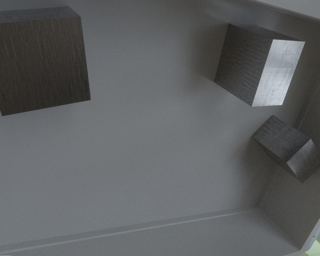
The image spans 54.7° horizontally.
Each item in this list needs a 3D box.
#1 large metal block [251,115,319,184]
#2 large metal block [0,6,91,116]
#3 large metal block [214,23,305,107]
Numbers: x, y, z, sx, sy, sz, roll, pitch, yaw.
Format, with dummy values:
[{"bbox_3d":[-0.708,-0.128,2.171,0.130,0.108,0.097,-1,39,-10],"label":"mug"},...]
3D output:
[{"bbox_3d":[0.211,0.035,0.513,0.050,0.080,0.080,-46,130,4],"label":"large metal block"},{"bbox_3d":[-0.115,-0.065,0.290,0.081,0.050,0.079,-13,124,-22],"label":"large metal block"},{"bbox_3d":[0.120,-0.081,0.391,0.050,0.080,0.079,-5,121,-27],"label":"large metal block"}]
